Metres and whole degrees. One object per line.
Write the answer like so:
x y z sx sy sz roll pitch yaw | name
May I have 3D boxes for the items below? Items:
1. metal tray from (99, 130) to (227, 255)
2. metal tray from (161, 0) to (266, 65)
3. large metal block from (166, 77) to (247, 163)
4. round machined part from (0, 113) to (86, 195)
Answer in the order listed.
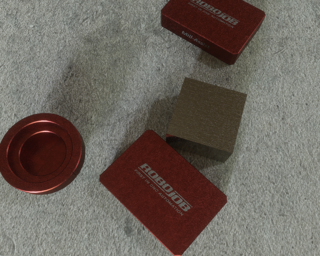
0.003 0.076 0.378 0.130 0.030 0.090 42 75 13 | metal tray
0.078 -0.164 0.466 0.130 0.030 0.090 33 73 11 | metal tray
0.058 -0.009 0.399 0.080 0.050 0.080 17 71 5 | large metal block
-0.142 0.034 0.385 0.099 0.042 0.098 0 70 -1 | round machined part
